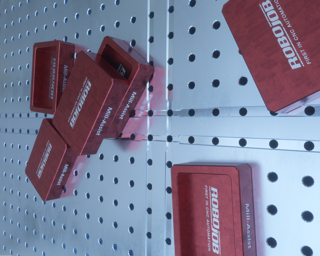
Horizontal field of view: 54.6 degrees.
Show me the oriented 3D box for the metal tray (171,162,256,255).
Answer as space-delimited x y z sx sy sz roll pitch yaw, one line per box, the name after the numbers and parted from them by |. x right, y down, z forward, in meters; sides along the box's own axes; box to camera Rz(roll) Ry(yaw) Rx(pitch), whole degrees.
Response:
0.059 0.106 0.357 0.090 0.030 0.129 -4 87 40 | metal tray

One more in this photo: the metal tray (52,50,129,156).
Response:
-0.106 -0.035 0.455 0.090 0.030 0.129 43 116 31 | metal tray

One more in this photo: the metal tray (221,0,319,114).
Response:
0.126 -0.090 0.302 0.090 0.030 0.130 -31 71 35 | metal tray

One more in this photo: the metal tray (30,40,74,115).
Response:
-0.201 -0.092 0.574 0.090 0.030 0.129 8 95 39 | metal tray

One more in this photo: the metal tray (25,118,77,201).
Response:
-0.201 0.058 0.575 0.090 0.030 0.129 41 115 32 | metal tray

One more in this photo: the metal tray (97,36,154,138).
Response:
-0.073 -0.059 0.467 0.090 0.030 0.129 45 117 30 | metal tray
